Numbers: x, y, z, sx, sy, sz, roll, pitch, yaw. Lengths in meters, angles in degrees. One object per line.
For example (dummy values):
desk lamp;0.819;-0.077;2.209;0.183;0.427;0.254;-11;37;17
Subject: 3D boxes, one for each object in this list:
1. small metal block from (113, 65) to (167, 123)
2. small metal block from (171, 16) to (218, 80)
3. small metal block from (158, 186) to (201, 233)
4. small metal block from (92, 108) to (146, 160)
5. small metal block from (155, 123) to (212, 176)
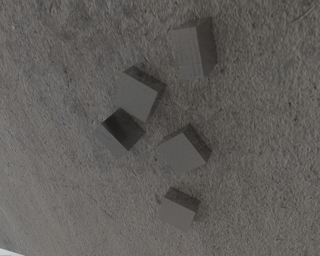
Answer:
small metal block;-0.027;-0.043;0.394;0.050;0.025;0.050;31;128;8
small metal block;0.038;-0.083;0.320;0.025;0.050;0.050;1;119;28
small metal block;0.029;0.124;0.468;0.050;0.025;0.050;23;127;14
small metal block;-0.055;0.007;0.424;0.050;0.050;0.025;46;129;-4
small metal block;0.031;0.029;0.408;0.050;0.025;0.050;-31;101;38
